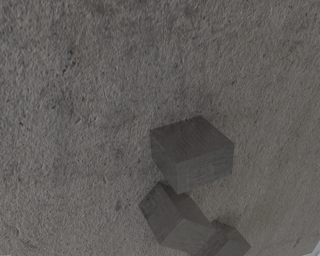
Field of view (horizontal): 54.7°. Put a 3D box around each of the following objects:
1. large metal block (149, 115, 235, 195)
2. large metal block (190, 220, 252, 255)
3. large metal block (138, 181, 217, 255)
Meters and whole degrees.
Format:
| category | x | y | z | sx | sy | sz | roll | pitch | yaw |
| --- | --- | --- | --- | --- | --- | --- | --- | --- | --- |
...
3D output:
| category | x | y | z | sx | sy | sz | roll | pitch | yaw |
| --- | --- | --- | --- | --- | --- | --- | --- | --- | --- |
| large metal block | 0.040 | 0.032 | 0.413 | 0.081 | 0.080 | 0.050 | -17 | 125 | -19 |
| large metal block | 0.115 | 0.232 | 0.597 | 0.080 | 0.050 | 0.080 | 31 | 101 | -38 |
| large metal block | 0.025 | 0.136 | 0.469 | 0.080 | 0.080 | 0.050 | 32 | 100 | -38 |
